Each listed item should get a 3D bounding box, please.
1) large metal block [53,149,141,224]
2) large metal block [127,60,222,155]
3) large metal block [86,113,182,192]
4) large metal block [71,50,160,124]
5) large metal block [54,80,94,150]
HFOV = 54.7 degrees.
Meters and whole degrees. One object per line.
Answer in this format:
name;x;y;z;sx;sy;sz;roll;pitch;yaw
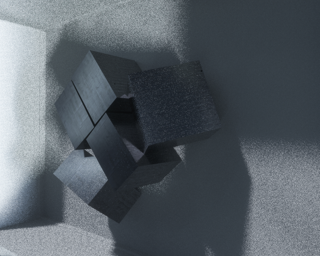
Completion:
large metal block;-0.085;0.078;0.428;0.080;0.080;0.050;28;73;36
large metal block;0.013;-0.022;0.349;0.050;0.081;0.080;118;137;-72
large metal block;-0.033;0.028;0.393;0.050;0.081;0.080;-49;61;29
large metal block;-0.058;-0.051;0.415;0.050;0.081;0.080;-46;63;30
large metal block;-0.090;-0.018;0.441;0.050;0.081;0.080;-45;63;30
